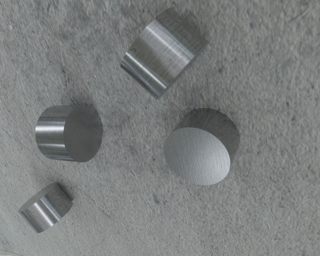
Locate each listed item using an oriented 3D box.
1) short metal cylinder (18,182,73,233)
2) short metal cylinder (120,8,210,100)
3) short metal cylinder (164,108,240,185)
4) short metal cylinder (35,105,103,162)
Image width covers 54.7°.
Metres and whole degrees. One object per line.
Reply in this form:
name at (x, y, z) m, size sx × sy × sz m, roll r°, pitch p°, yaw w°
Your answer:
short metal cylinder at (-0.208, 0.145, 0.568) m, size 0.080 × 0.080 × 0.050 m, roll -25°, pitch 105°, yaw 36°
short metal cylinder at (0.005, -0.075, 0.321) m, size 0.050 × 0.080 × 0.080 m, roll 43°, pitch 129°, yaw -1°
short metal cylinder at (0.051, 0.022, 0.376) m, size 0.080 × 0.050 × 0.079 m, roll 13°, pitch 124°, yaw 20°
short metal cylinder at (-0.127, 0.007, 0.441) m, size 0.050 × 0.080 × 0.079 m, roll 1°, pitch 119°, yaw 27°
